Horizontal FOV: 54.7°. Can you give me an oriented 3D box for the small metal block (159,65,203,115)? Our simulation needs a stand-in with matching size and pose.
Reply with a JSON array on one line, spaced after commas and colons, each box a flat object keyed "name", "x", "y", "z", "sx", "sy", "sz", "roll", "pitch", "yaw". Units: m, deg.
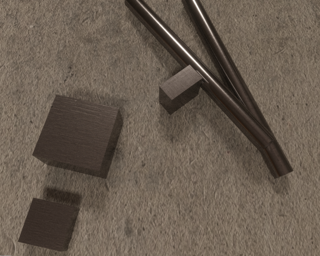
[{"name": "small metal block", "x": 0.026, "y": -0.050, "z": 0.413, "sx": 0.050, "sy": 0.050, "sz": 0.025, "roll": -36, "pitch": 74, "yaw": -12}]

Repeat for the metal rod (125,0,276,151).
[{"name": "metal rod", "x": 0.044, "y": -0.089, "z": 0.428, "sx": 0.025, "sy": 0.025, "sz": 0.300, "roll": -34, "pitch": 69, "yaw": -12}]

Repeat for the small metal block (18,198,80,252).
[{"name": "small metal block", "x": -0.129, "y": 0.114, "z": 0.365, "sx": 0.050, "sy": 0.025, "sz": 0.050, "roll": 11, "pitch": 70, "yaw": 4}]

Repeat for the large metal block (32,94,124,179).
[{"name": "large metal block", "x": -0.098, "y": 0.012, "z": 0.389, "sx": 0.080, "sy": 0.050, "sz": 0.080, "roll": 13, "pitch": 70, "yaw": 4}]

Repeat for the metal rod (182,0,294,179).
[{"name": "metal rod", "x": 0.100, "y": -0.072, "z": 0.435, "sx": 0.025, "sy": 0.025, "sz": 0.299, "roll": -20, "pitch": 71, "yaw": -8}]
